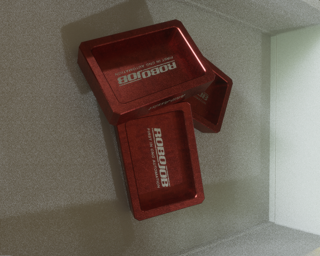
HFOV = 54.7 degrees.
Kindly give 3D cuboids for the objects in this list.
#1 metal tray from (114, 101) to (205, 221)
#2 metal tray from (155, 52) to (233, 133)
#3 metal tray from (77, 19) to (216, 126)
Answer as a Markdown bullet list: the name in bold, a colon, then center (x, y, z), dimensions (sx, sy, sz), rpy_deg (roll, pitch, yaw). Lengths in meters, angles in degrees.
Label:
- **metal tray**: center (-0.001, 0.037, 0.378), dimensions (0.091, 0.030, 0.129), rpy_deg (-12, 99, -15)
- **metal tray**: center (0.045, -0.056, 0.440), dimensions (0.131, 0.030, 0.090), rpy_deg (28, 73, -37)
- **metal tray**: center (-0.014, -0.066, 0.349), dimensions (0.131, 0.030, 0.090), rpy_deg (-23, 76, -26)
